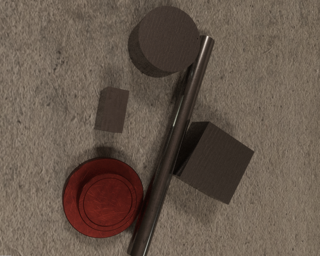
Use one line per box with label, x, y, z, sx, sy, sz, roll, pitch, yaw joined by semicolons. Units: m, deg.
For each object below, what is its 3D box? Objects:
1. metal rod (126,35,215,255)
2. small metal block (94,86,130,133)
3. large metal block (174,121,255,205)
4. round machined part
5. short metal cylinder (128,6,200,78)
metal rod;0.018;0.016;0.406;0.025;0.025;0.299;22;78;-19
small metal block;-0.059;-0.021;0.374;0.025;0.050;0.050;10;87;-20
large metal block;0.068;0.046;0.422;0.080;0.050;0.080;33;79;-18
round machined part;-0.067;0.085;0.376;0.099;0.042;0.097;0;90;-20
short metal cylinder;0.004;-0.108;0.398;0.081;0.050;0.079;0;90;-21
